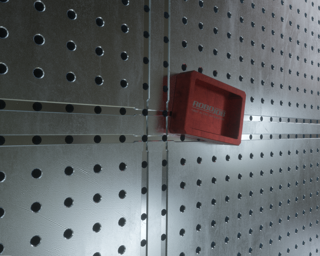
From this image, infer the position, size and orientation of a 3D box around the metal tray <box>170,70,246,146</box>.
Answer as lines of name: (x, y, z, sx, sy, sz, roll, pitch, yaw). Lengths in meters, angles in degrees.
metal tray: (0.078, -0.026, 0.473, 0.131, 0.030, 0.090, 13, 82, -40)
